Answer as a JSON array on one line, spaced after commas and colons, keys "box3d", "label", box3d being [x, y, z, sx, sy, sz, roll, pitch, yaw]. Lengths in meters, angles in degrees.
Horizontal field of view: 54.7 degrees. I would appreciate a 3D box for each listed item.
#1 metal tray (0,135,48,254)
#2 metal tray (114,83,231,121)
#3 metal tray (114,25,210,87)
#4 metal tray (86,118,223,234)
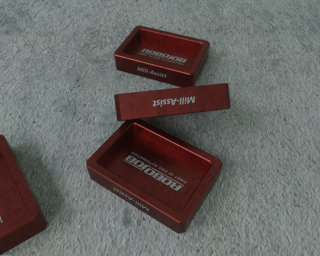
[{"box3d": [-0.191, 0.075, 0.335, 0.091, 0.030, 0.130, -28, 55, -22], "label": "metal tray"}, {"box3d": [0.011, -0.032, 0.390, 0.131, 0.090, 0.030, -7, 94, -6], "label": "metal tray"}, {"box3d": [0.004, -0.117, 0.497, 0.130, 0.030, 0.090, 17, 52, 14], "label": "metal tray"}, {"box3d": [-0.007, 0.048, 0.359, 0.130, 0.030, 0.090, 27, 55, 20], "label": "metal tray"}]
